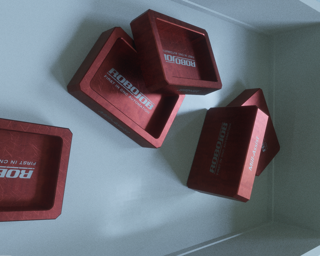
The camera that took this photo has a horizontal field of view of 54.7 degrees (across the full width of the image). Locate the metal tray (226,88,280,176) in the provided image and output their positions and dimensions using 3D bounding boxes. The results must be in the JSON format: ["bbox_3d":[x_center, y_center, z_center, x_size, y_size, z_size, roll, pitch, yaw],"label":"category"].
[{"bbox_3d":[0.161,0.007,0.542,0.091,0.030,0.129,-38,114,-34],"label":"metal tray"}]

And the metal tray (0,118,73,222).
[{"bbox_3d":[-0.151,0.036,0.277,0.131,0.030,0.090,11,83,-40],"label":"metal tray"}]

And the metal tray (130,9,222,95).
[{"bbox_3d":[0.026,-0.090,0.396,0.131,0.030,0.090,-5,79,-51],"label":"metal tray"}]

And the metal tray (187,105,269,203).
[{"bbox_3d":[0.096,0.033,0.447,0.030,0.090,0.130,29,72,-37],"label":"metal tray"}]

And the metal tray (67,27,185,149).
[{"bbox_3d":[-0.034,-0.044,0.376,0.130,0.030,0.090,40,66,-33],"label":"metal tray"}]
